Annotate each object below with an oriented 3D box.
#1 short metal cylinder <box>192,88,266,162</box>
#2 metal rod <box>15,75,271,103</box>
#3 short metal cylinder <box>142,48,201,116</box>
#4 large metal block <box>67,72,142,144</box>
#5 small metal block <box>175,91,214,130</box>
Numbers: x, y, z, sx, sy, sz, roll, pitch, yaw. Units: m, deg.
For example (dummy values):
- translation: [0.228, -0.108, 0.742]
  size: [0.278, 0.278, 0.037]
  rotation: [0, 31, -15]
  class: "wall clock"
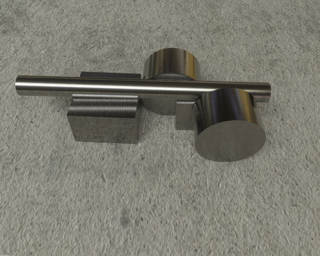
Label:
- translation: [0.080, -0.002, 0.371]
  size: [0.081, 0.080, 0.050]
  rotation: [0, 50, -1]
  class: "short metal cylinder"
- translation: [-0.019, -0.048, 0.378]
  size: [0.302, 0.025, 0.025]
  rotation: [2, 50, -1]
  class: "metal rod"
- translation: [0.016, -0.061, 0.421]
  size: [0.081, 0.080, 0.050]
  rotation: [2, 50, 1]
  class: "short metal cylinder"
- translation: [-0.067, -0.027, 0.407]
  size: [0.081, 0.050, 0.080]
  rotation: [3, 50, 1]
  class: "large metal block"
- translation: [0.046, -0.022, 0.406]
  size: [0.050, 0.050, 0.025]
  rotation: [1, 50, 0]
  class: "small metal block"
